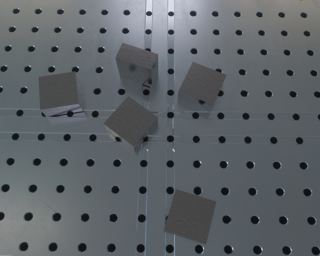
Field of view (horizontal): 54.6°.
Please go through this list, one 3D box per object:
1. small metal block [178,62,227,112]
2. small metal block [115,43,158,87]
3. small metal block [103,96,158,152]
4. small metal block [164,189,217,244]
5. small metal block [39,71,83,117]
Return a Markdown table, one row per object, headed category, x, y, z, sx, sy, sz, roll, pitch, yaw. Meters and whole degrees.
| category | x | y | z | sx | sy | sz | roll | pitch | yaw |
| --- | --- | --- | --- | --- | --- | --- | --- | --- | --- |
| small metal block | 0.058 | -0.057 | 0.433 | 0.050 | 0.025 | 0.050 | 23 | 72 | 8 |
| small metal block | -0.030 | -0.086 | 0.430 | 0.050 | 0.050 | 0.025 | 19 | 71 | 7 |
| small metal block | -0.038 | -0.006 | 0.414 | 0.050 | 0.025 | 0.050 | 36 | 74 | 12 |
| small metal block | 0.036 | 0.107 | 0.373 | 0.050 | 0.025 | 0.050 | 16 | 71 | 6 |
| small metal block | -0.137 | -0.047 | 0.428 | 0.050 | 0.025 | 0.050 | -10 | 70 | -4 |
